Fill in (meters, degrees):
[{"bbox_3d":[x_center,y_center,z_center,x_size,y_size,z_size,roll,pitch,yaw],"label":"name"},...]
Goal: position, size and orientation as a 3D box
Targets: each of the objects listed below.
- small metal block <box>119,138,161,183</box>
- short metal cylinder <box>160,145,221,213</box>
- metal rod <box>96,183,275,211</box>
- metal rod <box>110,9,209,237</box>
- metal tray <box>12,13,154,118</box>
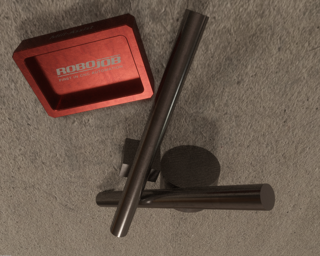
[{"bbox_3d":[-0.027,0.044,0.428,0.050,0.050,0.025,12,129,-10],"label":"small metal block"},{"bbox_3d":[0.040,0.069,0.431,0.081,0.080,0.050,0,130,-1],"label":"short metal cylinder"},{"bbox_3d":[0.003,0.091,0.398,0.025,0.025,0.299,39,147,-28],"label":"metal rod"},{"bbox_3d":[-0.009,0.013,0.369,0.025,0.025,0.298,15,114,-13],"label":"metal rod"},{"bbox_3d":[-0.080,-0.065,0.346,0.131,0.030,0.090,-11,130,9],"label":"metal tray"}]
